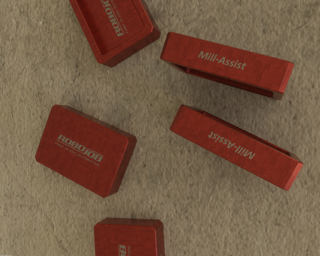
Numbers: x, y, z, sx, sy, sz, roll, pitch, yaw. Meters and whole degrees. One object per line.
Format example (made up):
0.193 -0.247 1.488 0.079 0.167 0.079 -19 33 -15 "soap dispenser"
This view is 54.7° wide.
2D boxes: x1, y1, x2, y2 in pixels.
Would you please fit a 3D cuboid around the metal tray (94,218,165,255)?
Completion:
-0.040 0.192 0.419 0.090 0.030 0.129 -4 89 19 "metal tray"

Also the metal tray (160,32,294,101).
0.076 -0.067 0.347 0.130 0.090 0.030 20 97 18 "metal tray"

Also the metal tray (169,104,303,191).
0.085 0.017 0.344 0.130 0.090 0.030 28 99 17 "metal tray"

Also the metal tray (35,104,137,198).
-0.108 0.030 0.443 0.130 0.030 0.089 23 98 18 "metal tray"

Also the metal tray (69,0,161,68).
-0.067 -0.162 0.428 0.090 0.030 0.130 -28 81 17 "metal tray"
